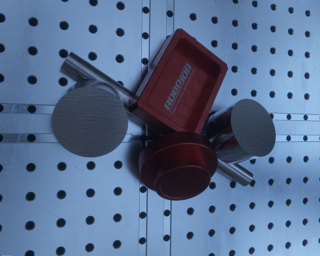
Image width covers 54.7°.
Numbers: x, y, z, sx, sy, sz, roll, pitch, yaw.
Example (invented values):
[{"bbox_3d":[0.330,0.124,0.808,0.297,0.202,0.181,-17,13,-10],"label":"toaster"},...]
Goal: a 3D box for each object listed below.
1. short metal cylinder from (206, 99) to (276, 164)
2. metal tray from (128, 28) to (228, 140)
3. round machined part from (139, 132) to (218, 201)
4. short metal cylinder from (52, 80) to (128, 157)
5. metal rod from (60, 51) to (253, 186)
[{"bbox_3d":[0.112,0.006,0.428,0.081,0.050,0.080,11,68,-28],"label":"short metal cylinder"},{"bbox_3d":[0.028,-0.054,0.404,0.090,0.030,0.130,34,66,-17],"label":"metal tray"},{"bbox_3d":[0.025,0.054,0.384,0.099,0.042,0.097,-6,134,-7],"label":"round machined part"},{"bbox_3d":[-0.079,-0.012,0.358,0.081,0.050,0.079,-3,107,-9],"label":"short metal cylinder"},{"bbox_3d":[0.008,-0.003,0.415,0.301,0.025,0.025,33,79,-17],"label":"metal rod"}]
